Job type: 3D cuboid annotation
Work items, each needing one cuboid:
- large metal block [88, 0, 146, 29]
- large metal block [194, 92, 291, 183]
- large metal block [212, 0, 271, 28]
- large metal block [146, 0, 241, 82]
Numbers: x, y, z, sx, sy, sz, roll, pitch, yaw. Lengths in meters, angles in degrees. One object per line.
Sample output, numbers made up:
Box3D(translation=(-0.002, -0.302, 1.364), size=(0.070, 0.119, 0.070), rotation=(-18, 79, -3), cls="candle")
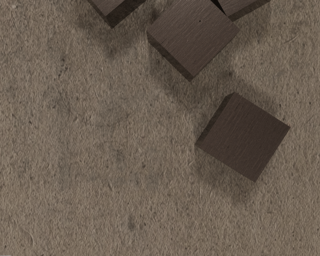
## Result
Box3D(translation=(-0.061, -0.190, 0.397), size=(0.080, 0.050, 0.080), rotation=(-40, 91, 0), cls="large metal block")
Box3D(translation=(0.103, 0.011, 0.399), size=(0.080, 0.050, 0.080), rotation=(33, 90, -1), cls="large metal block")
Box3D(translation=(0.096, -0.188, 0.399), size=(0.080, 0.050, 0.080), rotation=(-30, 90, -1), cls="large metal block")
Box3D(translation=(0.040, -0.118, 0.398), size=(0.080, 0.050, 0.080), rotation=(45, 90, 0), cls="large metal block")
